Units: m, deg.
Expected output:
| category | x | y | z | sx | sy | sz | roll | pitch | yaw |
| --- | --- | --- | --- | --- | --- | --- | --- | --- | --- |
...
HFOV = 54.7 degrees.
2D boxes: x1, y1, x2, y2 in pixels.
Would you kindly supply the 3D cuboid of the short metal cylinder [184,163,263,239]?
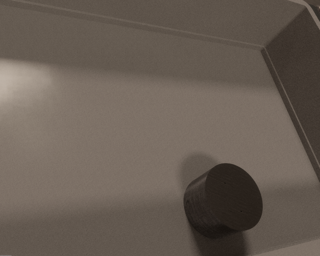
| category | x | y | z | sx | sy | sz | roll | pitch | yaw |
| --- | --- | --- | --- | --- | --- | --- | --- | --- | --- |
| short metal cylinder | 0.076 | 0.089 | 0.378 | 0.081 | 0.050 | 0.080 | 14 | 56 | -21 |
